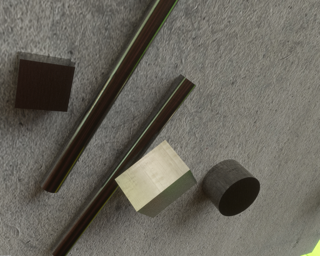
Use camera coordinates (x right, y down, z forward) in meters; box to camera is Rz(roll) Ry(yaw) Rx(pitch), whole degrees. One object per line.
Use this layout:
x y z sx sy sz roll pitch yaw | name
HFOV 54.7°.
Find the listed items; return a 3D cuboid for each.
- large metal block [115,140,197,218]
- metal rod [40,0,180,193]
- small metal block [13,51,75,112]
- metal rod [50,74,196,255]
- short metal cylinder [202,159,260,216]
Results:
-0.001 0.071 0.414 0.080 0.050 0.080 -38 155 -4 | large metal block
-0.052 -0.050 0.347 0.025 0.025 0.299 25 105 -37 | metal rod
-0.118 -0.046 0.314 0.050 0.025 0.050 3 117 -30 | small metal block
-0.054 0.057 0.412 0.025 0.025 0.299 30 102 -38 | metal rod
0.118 0.100 0.517 0.081 0.050 0.079 -14 124 -21 | short metal cylinder
